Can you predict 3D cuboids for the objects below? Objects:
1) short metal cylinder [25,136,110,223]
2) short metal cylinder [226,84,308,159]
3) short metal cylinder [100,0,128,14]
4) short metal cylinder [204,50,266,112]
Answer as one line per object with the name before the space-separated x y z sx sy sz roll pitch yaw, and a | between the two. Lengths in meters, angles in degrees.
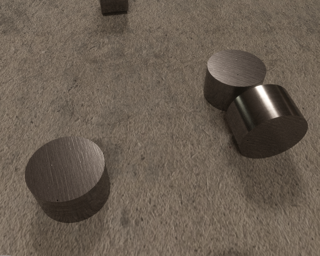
short metal cylinder | -0.098 0.056 0.339 0.081 0.050 0.080 0 50 0
short metal cylinder | 0.127 -0.006 0.375 0.081 0.080 0.050 -8 51 -7
short metal cylinder | -0.091 -0.261 0.586 0.050 0.080 0.080 -10 51 -8
short metal cylinder | 0.106 -0.068 0.446 0.081 0.050 0.080 0 50 0
